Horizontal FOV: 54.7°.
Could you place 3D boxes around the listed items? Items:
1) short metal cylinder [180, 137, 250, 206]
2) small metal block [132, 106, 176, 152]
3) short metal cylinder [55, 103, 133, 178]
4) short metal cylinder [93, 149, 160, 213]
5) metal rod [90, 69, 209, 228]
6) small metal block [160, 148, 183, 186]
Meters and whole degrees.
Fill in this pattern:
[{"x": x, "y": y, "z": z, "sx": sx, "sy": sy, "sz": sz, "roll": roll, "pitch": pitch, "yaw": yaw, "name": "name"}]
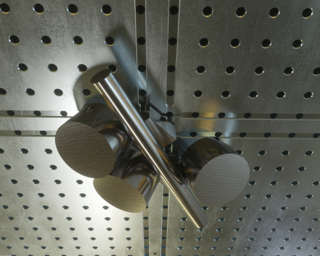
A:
[{"x": 0.074, "y": 0.059, "z": 0.424, "sx": 0.081, "sy": 0.050, "sz": 0.079, "roll": -8, "pitch": 116, "yaw": -17, "name": "short metal cylinder"}, {"x": -0.014, "y": 0.006, "z": 0.412, "sx": 0.050, "sy": 0.025, "sz": 0.050, "roll": -36, "pitch": 122, "yaw": 26, "name": "small metal block"}, {"x": -0.081, "y": 0.015, "z": 0.385, "sx": 0.080, "sy": 0.050, "sz": 0.079, "roll": 11, "pitch": 123, "yaw": 17, "name": "short metal cylinder"}, {"x": -0.046, "y": 0.074, "z": 0.435, "sx": 0.080, "sy": 0.050, "sz": 0.079, "roll": 16, "pitch": 137, "yaw": 16, "name": "short metal cylinder"}, {"x": 0.002, "y": 0.048, "z": 0.414, "sx": 0.025, "sy": 0.025, "sz": 0.299, "roll": -20, "pitch": 127, "yaw": 16, "name": "metal rod"}, {"x": 0.023, "y": 0.064, "z": 0.462, "sx": 0.050, "sy": 0.025, "sz": 0.050, "roll": -33, "pitch": 123, "yaw": 24, "name": "small metal block"}]
